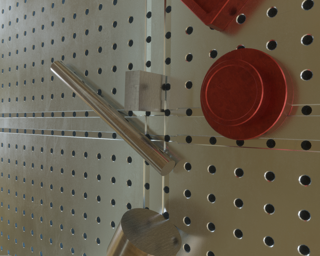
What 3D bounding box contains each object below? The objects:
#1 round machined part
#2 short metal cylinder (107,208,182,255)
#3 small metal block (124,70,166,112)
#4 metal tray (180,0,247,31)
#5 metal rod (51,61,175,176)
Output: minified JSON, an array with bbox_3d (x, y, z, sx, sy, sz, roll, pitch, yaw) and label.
[{"bbox_3d":[0.084,-0.036,0.328,0.098,0.042,0.097,0,90,39],"label":"round machined part"},{"bbox_3d":[-0.020,0.147,0.388,0.080,0.081,0.050,38,113,33],"label":"short metal cylinder"},{"bbox_3d":[-0.019,-0.047,0.407,0.025,0.050,0.050,4,93,40],"label":"small metal block"},{"bbox_3d":[0.053,-0.189,0.360,0.090,0.030,0.130,-51,61,28],"label":"metal tray"},{"bbox_3d":[-0.087,-0.029,0.478,0.300,0.025,0.025,40,114,32],"label":"metal rod"}]
